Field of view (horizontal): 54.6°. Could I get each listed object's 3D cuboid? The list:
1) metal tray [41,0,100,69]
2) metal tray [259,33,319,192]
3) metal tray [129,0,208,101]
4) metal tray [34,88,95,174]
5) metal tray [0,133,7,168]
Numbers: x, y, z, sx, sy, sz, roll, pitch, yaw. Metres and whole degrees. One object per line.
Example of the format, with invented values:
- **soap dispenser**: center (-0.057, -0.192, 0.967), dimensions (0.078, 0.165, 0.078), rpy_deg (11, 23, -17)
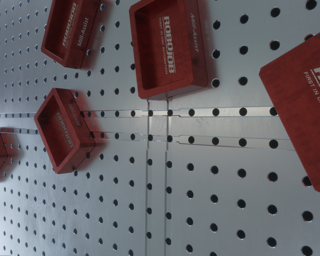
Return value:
- **metal tray**: center (-0.158, -0.179, 0.538), dimensions (0.090, 0.030, 0.129), rpy_deg (33, 110, 35)
- **metal tray**: center (0.158, -0.018, 0.276), dimensions (0.090, 0.030, 0.130), rpy_deg (-32, 70, 35)
- **metal tray**: center (0.008, -0.108, 0.400), dimensions (0.090, 0.030, 0.129), rpy_deg (-11, 83, 39)
- **metal tray**: center (-0.173, 0.004, 0.550), dimensions (0.090, 0.030, 0.130), rpy_deg (-45, 63, 30)
- **metal tray**: center (-0.423, 0.070, 0.758), dimensions (0.129, 0.030, 0.090), rpy_deg (-46, 63, 30)
